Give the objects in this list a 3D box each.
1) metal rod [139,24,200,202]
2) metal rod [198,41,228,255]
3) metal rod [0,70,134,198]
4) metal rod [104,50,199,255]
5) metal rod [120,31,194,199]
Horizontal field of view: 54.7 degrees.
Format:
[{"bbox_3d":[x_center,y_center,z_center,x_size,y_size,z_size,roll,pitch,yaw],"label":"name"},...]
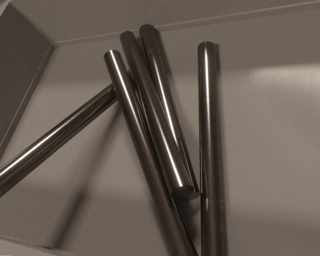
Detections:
[{"bbox_3d":[0.005,-0.043,0.428,0.025,0.025,0.299,-23,53,14],"label":"metal rod"},{"bbox_3d":[0.059,0.015,0.364,0.025,0.025,0.299,-11,57,22],"label":"metal rod"},{"bbox_3d":[-0.125,0.009,0.387,0.025,0.025,0.301,14,45,33],"label":"metal rod"},{"bbox_3d":[-0.021,0.016,0.380,0.025,0.025,0.299,-28,60,10],"label":"metal rod"},{"bbox_3d":[-0.016,-0.042,0.409,0.025,0.025,0.300,-28,48,10],"label":"metal rod"}]
